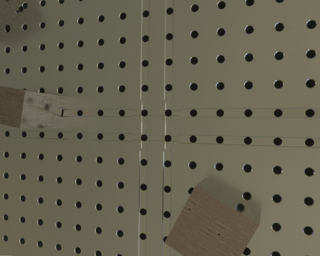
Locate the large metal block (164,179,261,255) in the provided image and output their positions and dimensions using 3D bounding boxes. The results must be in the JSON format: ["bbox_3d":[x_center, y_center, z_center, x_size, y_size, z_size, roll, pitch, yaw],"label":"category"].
[{"bbox_3d":[0.065,0.121,0.376,0.080,0.050,0.080,29,99,17],"label":"large metal block"}]

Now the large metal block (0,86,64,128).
[{"bbox_3d":[-0.202,-0.031,0.453,0.080,0.080,0.050,11,94,19],"label":"large metal block"}]

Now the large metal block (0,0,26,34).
[{"bbox_3d":[-0.276,-0.202,0.494,0.080,0.050,0.080,-27,81,17],"label":"large metal block"}]
